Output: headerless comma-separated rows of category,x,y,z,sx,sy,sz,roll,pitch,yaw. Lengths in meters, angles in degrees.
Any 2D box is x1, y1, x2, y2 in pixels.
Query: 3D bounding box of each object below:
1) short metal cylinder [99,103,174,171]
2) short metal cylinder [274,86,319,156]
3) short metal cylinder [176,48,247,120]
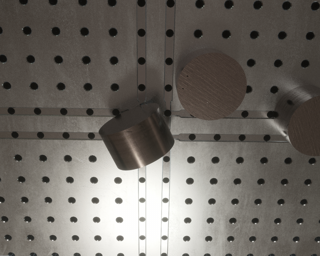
short metal cylinder,-0.029,0.009,0.387,0.080,0.080,0.050,-22,109,7
short metal cylinder,0.196,-0.010,0.399,0.081,0.050,0.079,0,110,-1
short metal cylinder,0.060,-0.055,0.381,0.081,0.050,0.079,0,110,-1
